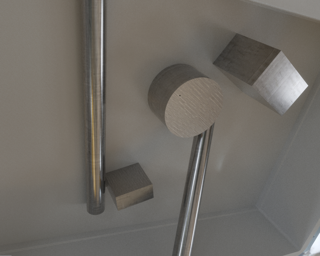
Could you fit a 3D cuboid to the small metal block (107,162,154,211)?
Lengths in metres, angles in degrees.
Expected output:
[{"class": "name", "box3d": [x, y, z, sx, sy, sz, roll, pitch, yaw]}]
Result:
[{"class": "small metal block", "box3d": [-0.042, 0.078, 0.419, 0.050, 0.050, 0.025, -16, 125, -20]}]

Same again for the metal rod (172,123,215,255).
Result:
[{"class": "metal rod", "box3d": [0.039, 0.114, 0.414, 0.025, 0.025, 0.298, 16, 82, -35]}]

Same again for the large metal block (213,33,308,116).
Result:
[{"class": "large metal block", "box3d": [0.129, -0.070, 0.403, 0.080, 0.080, 0.050, 31, 101, -38]}]

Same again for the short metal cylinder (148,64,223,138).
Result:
[{"class": "short metal cylinder", "box3d": [0.031, -0.035, 0.390, 0.081, 0.050, 0.079, -14, 124, -21]}]

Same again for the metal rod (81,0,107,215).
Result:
[{"class": "metal rod", "box3d": [-0.075, -0.017, 0.357, 0.025, 0.025, 0.298, -9, 122, -24]}]
